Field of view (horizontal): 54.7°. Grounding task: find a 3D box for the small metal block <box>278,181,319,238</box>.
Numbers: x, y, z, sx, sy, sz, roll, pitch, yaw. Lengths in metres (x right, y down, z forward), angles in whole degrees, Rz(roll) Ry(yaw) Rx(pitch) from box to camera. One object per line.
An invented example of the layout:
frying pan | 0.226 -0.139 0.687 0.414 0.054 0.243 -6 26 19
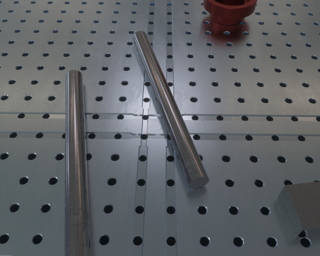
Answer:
small metal block | 0.165 0.087 0.335 0.050 0.025 0.050 -5 50 -4

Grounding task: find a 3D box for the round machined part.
round machined part | 0.132 -0.234 0.594 0.099 0.042 0.098 0 50 0

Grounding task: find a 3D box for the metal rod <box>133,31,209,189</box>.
metal rod | 0.005 -0.048 0.447 0.025 0.025 0.300 -12 51 -10

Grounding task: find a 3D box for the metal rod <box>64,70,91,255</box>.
metal rod | -0.103 0.034 0.378 0.025 0.025 0.300 -8 51 -7
